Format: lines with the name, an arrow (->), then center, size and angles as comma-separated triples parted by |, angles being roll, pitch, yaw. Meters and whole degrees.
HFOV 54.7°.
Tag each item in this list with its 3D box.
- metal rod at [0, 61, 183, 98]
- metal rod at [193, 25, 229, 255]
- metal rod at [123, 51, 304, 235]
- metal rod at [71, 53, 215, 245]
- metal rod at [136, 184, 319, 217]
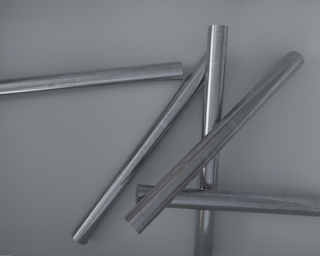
metal rod -> -0.121, -0.061, 0.410 | 0.302, 0.025, 0.025 | -6, 90, 0
metal rod -> 0.064, 0.024, 0.397 | 0.025, 0.025, 0.298 | 3, 96, 0
metal rod -> 0.075, 0.006, 0.371 | 0.301, 0.025, 0.025 | -43, 90, -17
metal rod -> -0.018, 0.026, 0.411 | 0.025, 0.025, 0.299 | 37, 90, 0
metal rod -> 0.121, 0.094, 0.387 | 0.302, 0.025, 0.025 | 6, 90, -10
